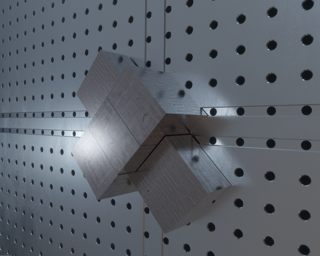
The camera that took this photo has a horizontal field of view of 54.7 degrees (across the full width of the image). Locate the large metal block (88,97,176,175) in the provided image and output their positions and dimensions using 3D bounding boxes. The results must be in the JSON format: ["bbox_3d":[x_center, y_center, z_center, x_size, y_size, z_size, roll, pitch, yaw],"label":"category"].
[{"bbox_3d":[-0.031,0.008,0.398,0.050,0.081,0.080,-52,60,27],"label":"large metal block"}]

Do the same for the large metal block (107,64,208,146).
[{"bbox_3d":[-0.003,-0.027,0.375,0.050,0.081,0.080,-52,60,27],"label":"large metal block"}]

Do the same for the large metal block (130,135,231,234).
[{"bbox_3d":[0.022,0.065,0.373,0.080,0.050,0.080,-52,60,28],"label":"large metal block"}]

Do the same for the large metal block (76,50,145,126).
[{"bbox_3d":[-0.064,-0.051,0.440,0.080,0.050,0.080,52,121,27],"label":"large metal block"}]

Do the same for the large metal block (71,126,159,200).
[{"bbox_3d":[-0.059,0.044,0.420,0.050,0.081,0.080,-52,60,27],"label":"large metal block"}]
